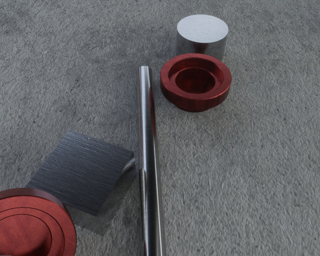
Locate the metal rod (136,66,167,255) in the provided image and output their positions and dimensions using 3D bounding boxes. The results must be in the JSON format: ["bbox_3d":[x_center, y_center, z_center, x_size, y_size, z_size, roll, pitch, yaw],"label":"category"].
[{"bbox_3d":[-0.014,0.029,0.378,0.025,0.025,0.300,-3,50,-3],"label":"metal rod"}]

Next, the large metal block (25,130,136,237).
[{"bbox_3d":[-0.081,0.058,0.338,0.080,0.050,0.080,17,52,14],"label":"large metal block"}]

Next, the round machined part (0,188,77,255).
[{"bbox_3d":[-0.129,0.101,0.282,0.099,0.097,0.042,-25,17,-19],"label":"round machined part"}]

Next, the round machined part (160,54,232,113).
[{"bbox_3d":[0.050,-0.060,0.443,0.099,0.042,0.098,0,50,0],"label":"round machined part"}]

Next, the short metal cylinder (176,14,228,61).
[{"bbox_3d":[0.067,-0.142,0.506,0.081,0.050,0.080,0,50,0],"label":"short metal cylinder"}]
